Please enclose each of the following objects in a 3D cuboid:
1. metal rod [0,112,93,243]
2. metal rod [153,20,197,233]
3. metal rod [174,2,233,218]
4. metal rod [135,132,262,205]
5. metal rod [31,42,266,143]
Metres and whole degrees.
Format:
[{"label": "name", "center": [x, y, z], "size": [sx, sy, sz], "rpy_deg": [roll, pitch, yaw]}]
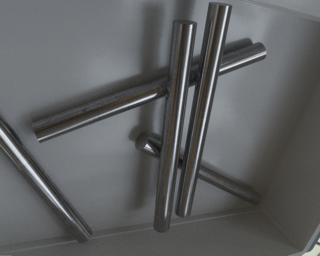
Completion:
[{"label": "metal rod", "center": [-0.151, 0.043, 0.352], "size": [0.025, 0.025, 0.299], "rpy_deg": [-29, 128, -10]}, {"label": "metal rod", "center": [0.014, 0.019, 0.394], "size": [0.025, 0.025, 0.298], "rpy_deg": [-9, 123, -24]}, {"label": "metal rod", "center": [0.049, -0.002, 0.400], "size": [0.025, 0.025, 0.298], "rpy_deg": [-8, 122, -24]}, {"label": "metal rod", "center": [0.079, 0.076, 0.498], "size": [0.301, 0.025, 0.025], "rpy_deg": [30, 102, -38]}, {"label": "metal rod", "center": [0.000, -0.049, 0.377], "size": [0.302, 0.025, 0.025], "rpy_deg": [-22, 127, -15]}]
